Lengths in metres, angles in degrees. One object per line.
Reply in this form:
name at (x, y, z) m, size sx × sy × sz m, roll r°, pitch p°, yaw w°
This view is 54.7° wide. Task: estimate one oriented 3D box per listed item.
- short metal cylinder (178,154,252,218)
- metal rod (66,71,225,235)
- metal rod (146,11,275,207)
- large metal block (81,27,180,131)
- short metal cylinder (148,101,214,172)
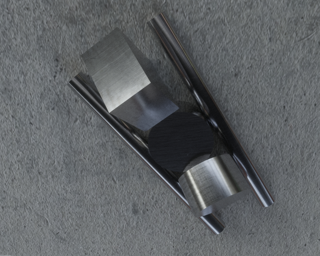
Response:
short metal cylinder at (0.071, 0.076, 0.404) m, size 0.080 × 0.080 × 0.050 m, roll -30°, pitch 65°, yaw 10°
metal rod at (-0.010, 0.044, 0.426) m, size 0.025 × 0.025 × 0.300 m, roll -39°, pitch 106°, yaw 13°
metal rod at (0.075, -0.012, 0.407) m, size 0.025 × 0.025 × 0.299 m, roll -31°, pitch 108°, yaw 10°
large metal block at (-0.031, -0.050, 0.346) m, size 0.050 × 0.080 × 0.080 m, roll -35°, pitch 65°, yaw 12°
short metal cylinder at (0.025, 0.010, 0.401) m, size 0.081 × 0.050 × 0.079 m, roll 0°, pitch 110°, yaw 0°
